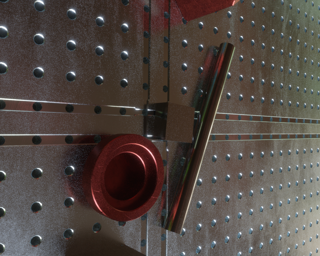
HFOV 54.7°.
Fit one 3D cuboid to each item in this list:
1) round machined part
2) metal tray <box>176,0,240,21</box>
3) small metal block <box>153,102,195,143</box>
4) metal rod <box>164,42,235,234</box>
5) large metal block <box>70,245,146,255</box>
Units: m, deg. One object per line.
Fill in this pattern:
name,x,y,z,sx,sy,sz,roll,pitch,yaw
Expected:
round machined part,-0.046,0.055,0.361,0.099,0.042,0.097,0,90,-40
metal tray,0.046,-0.216,0.406,0.030,0.090,0.130,-45,117,-31
small metal block,0.020,-0.007,0.428,0.050,0.025,0.050,9,85,-40
metal rod,0.063,0.005,0.464,0.025,0.025,0.299,30,71,-36
large metal block,-0.050,0.170,0.334,0.081,0.080,0.050,6,87,-40
